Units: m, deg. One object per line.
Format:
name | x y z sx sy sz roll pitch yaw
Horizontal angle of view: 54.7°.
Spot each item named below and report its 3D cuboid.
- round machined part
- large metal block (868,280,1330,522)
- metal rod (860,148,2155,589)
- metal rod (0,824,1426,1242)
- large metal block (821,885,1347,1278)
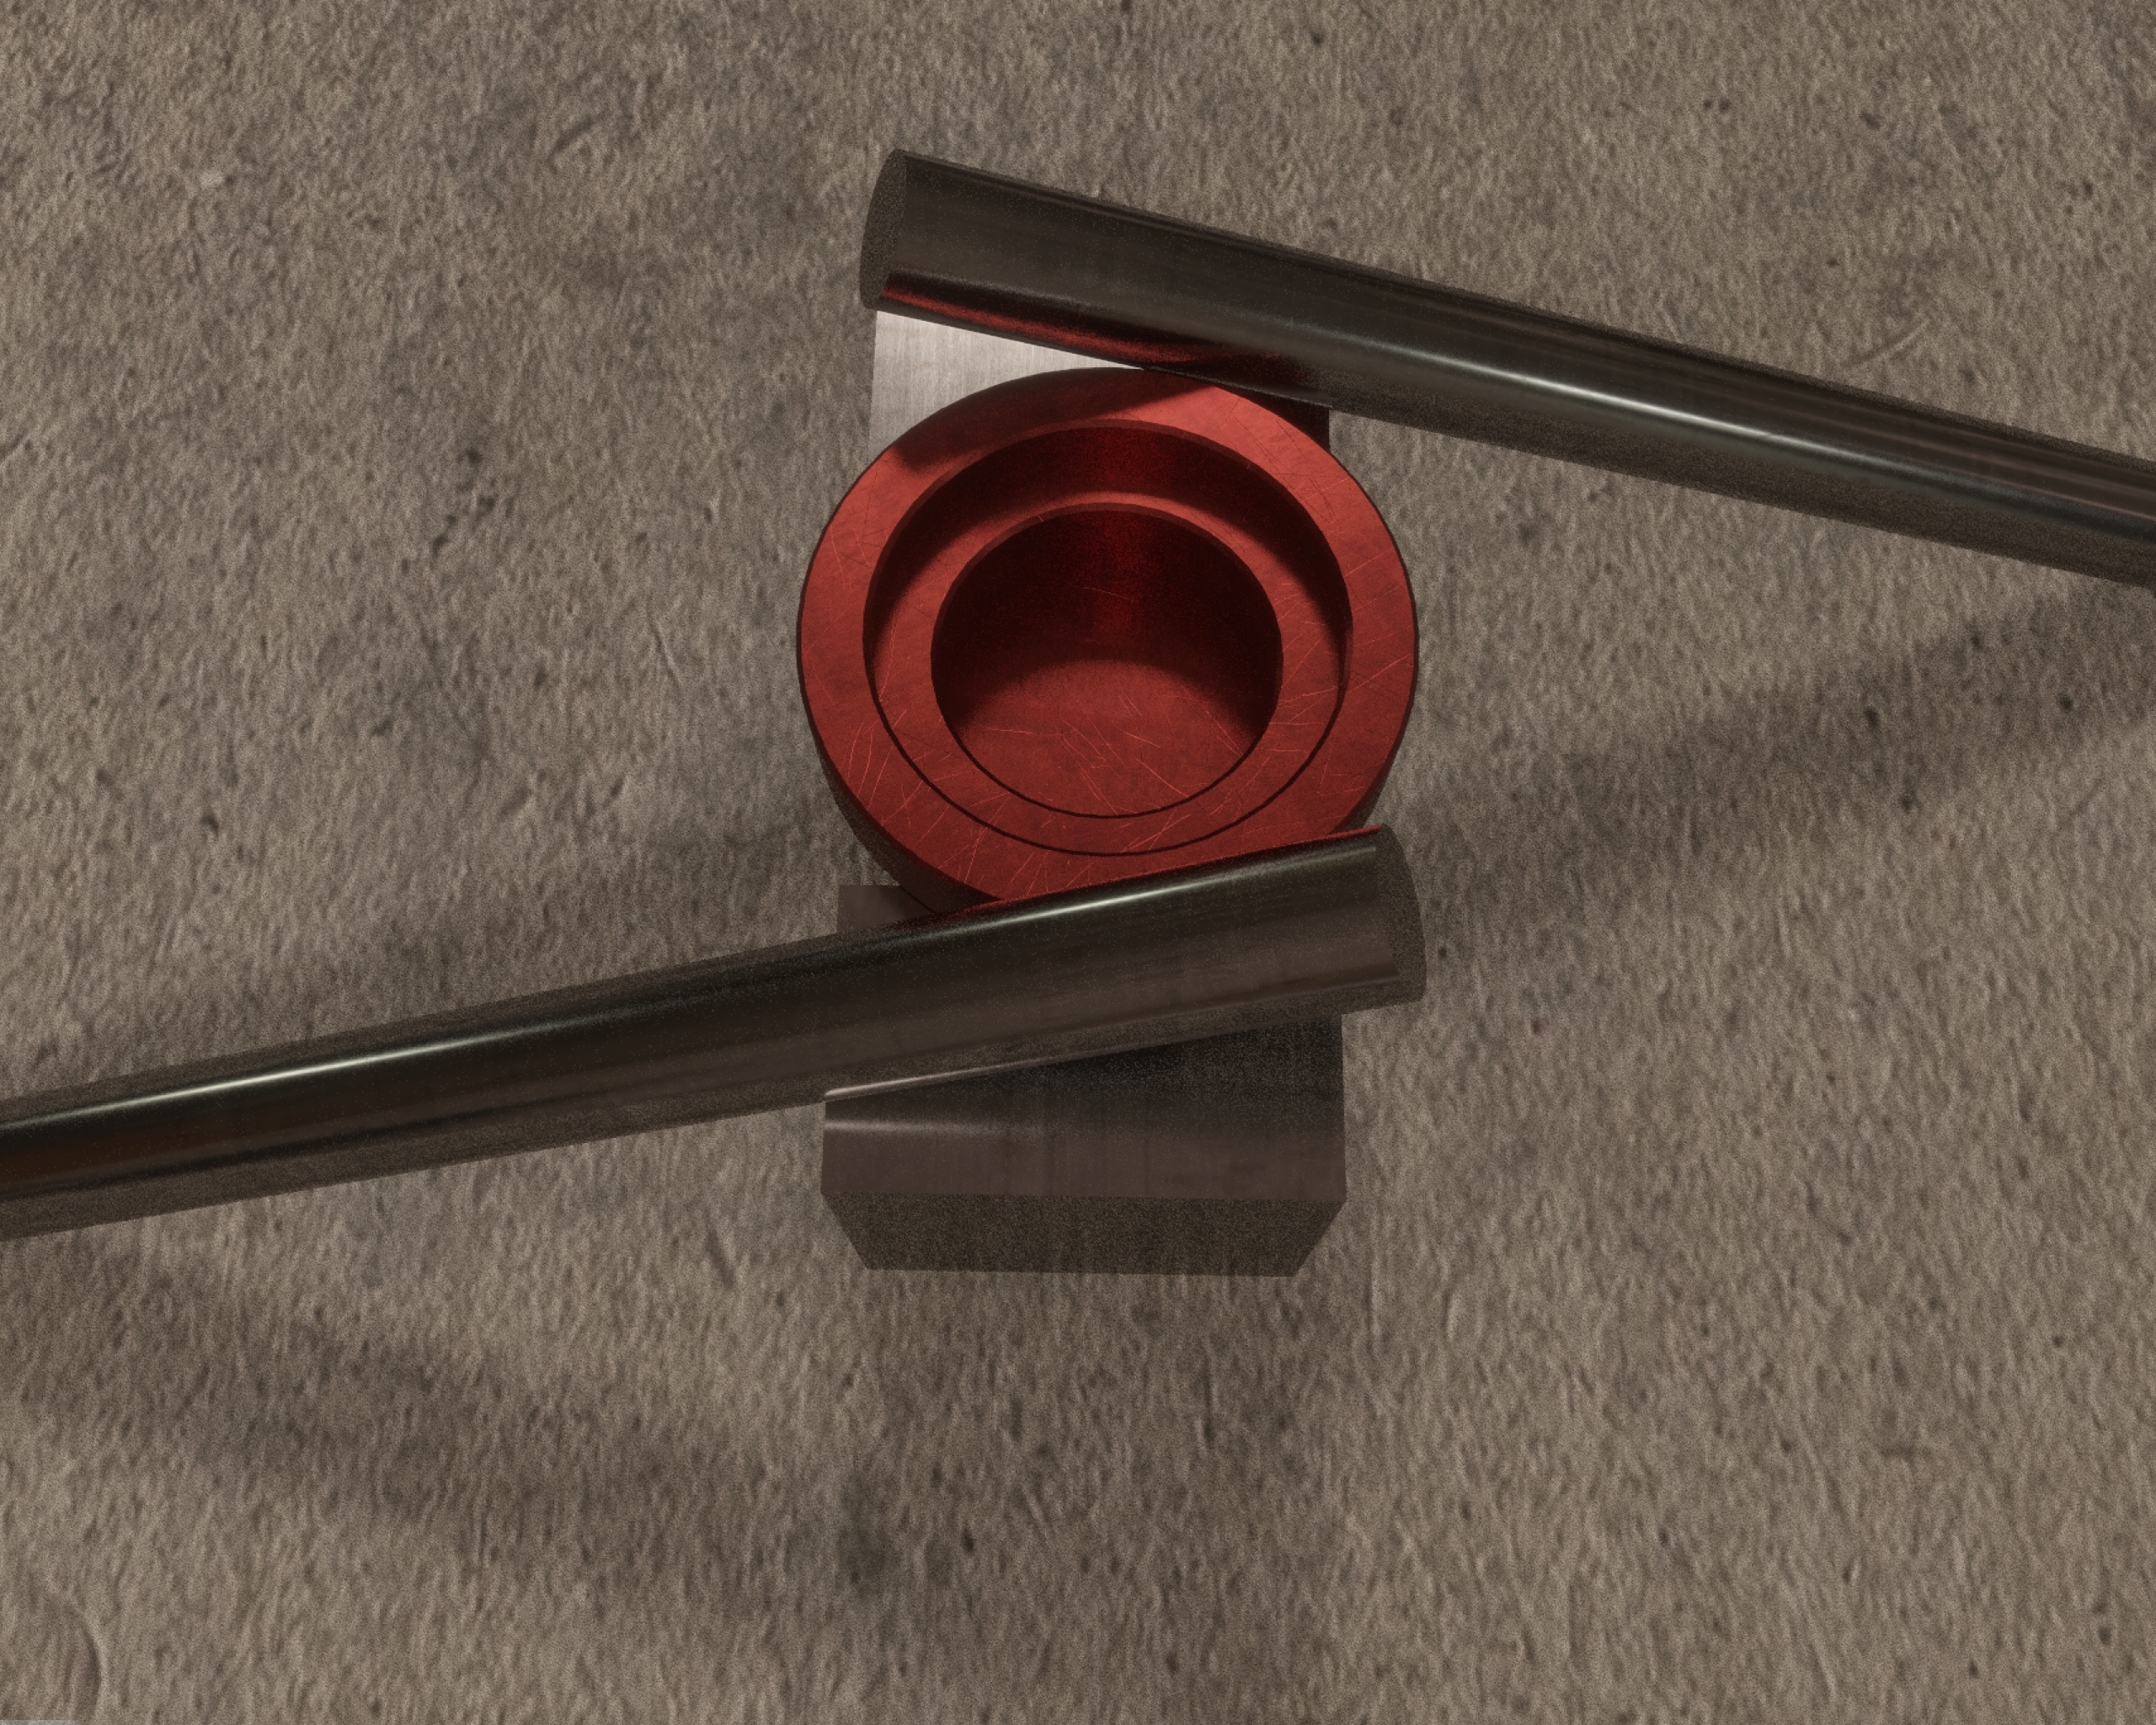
round machined part | 0.005 -0.030 0.349 0.099 0.042 0.098 0 70 -1
large metal block | 0.004 -0.072 0.406 0.081 0.080 0.050 1 70 0
metal rod | 0.109 -0.083 0.384 0.302 0.025 0.025 7 69 -21
metal rod | -0.094 0.035 0.336 0.301 0.025 0.025 -12 69 19
large metal block | 0.001 0.041 0.365 0.081 0.080 0.050 1 70 0
